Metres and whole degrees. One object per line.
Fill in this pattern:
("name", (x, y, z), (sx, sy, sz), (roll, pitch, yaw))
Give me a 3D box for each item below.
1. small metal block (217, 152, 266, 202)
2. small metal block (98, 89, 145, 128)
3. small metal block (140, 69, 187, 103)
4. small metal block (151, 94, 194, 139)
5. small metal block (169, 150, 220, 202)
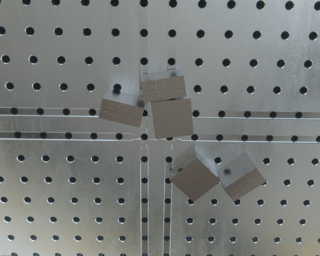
("small metal block", (0.110, 0.066, 0.425), (0.050, 0.050, 0.025), (-36, 106, 12))
("small metal block", (-0.046, -0.026, 0.390), (0.050, 0.050, 0.025), (13, 110, -5))
("small metal block", (0.004, -0.053, 0.380), (0.050, 0.050, 0.025), (-8, 110, 3))
("small metal block", (0.016, -0.016, 0.408), (0.050, 0.025, 0.050), (-6, 110, 2))
("small metal block", (0.049, 0.068, 0.439), (0.050, 0.025, 0.050), (-42, 105, 14))
